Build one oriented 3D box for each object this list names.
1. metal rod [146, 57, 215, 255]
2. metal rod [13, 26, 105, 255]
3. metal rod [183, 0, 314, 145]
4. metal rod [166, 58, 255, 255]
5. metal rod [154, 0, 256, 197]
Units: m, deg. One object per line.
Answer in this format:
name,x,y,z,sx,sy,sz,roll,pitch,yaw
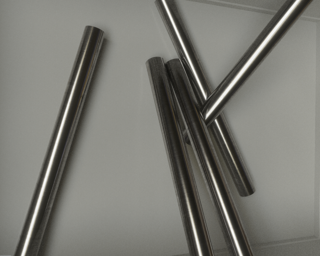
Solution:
metal rod,0.025,0.049,0.356,0.025,0.025,0.299,-5,67,-20
metal rod,-0.119,0.023,0.366,0.025,0.025,0.299,17,84,-19
metal rod,0.124,-0.097,0.383,0.025,0.025,0.299,32,108,-18
metal rod,0.060,0.048,0.370,0.025,0.025,0.299,-10,70,-20
metal rod,0.067,-0.039,0.434,0.025,0.025,0.299,-28,99,-18
